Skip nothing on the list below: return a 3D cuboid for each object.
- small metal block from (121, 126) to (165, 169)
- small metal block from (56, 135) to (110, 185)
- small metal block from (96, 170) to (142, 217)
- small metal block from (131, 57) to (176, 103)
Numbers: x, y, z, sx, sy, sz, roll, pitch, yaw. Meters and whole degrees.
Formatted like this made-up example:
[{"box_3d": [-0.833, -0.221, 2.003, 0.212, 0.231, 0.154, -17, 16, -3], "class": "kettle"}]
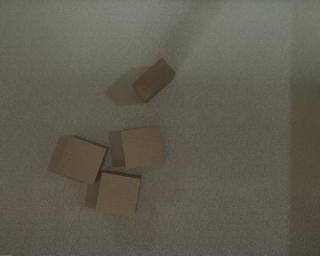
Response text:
[{"box_3d": [-0.022, 0.025, 0.411, 0.050, 0.025, 0.050, -7, 90, 0], "class": "small metal block"}, {"box_3d": [-0.101, 0.042, 0.411, 0.050, 0.025, 0.050, 20, 90, 0], "class": "small metal block"}, {"box_3d": [-0.054, 0.086, 0.411, 0.050, 0.025, 0.050, 10, 90, 0], "class": "small metal block"}, {"box_3d": [-0.008, -0.060, 0.399, 0.050, 0.050, 0.025, -42, 90, 0], "class": "small metal block"}]
